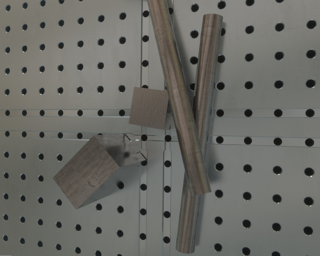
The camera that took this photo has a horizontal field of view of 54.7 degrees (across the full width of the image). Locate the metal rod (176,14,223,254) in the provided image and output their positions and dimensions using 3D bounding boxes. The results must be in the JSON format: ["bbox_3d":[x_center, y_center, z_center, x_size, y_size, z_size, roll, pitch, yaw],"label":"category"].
[{"bbox_3d":[0.050,0.009,0.394,0.025,0.025,0.298,7,92,19],"label":"metal rod"}]

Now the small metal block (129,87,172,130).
[{"bbox_3d":[-0.011,-0.026,0.415,0.050,0.025,0.050,10,93,19],"label":"small metal block"}]

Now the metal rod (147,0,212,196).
[{"bbox_3d":[0.017,-0.067,0.388,0.025,0.025,0.299,-16,78,19],"label":"metal rod"}]

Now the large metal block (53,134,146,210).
[{"bbox_3d":[-0.077,0.054,0.409,0.080,0.080,0.050,-44,77,14],"label":"large metal block"}]
